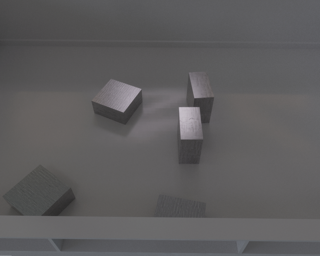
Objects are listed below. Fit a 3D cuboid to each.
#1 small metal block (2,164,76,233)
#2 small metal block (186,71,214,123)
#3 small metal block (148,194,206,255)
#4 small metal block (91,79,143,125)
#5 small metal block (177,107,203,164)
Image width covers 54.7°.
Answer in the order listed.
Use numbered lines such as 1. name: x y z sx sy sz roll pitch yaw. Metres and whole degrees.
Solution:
1. small metal block: -0.131 0.076 0.340 0.050 0.025 0.050 30 56 22
2. small metal block: 0.054 -0.041 0.424 0.025 0.050 0.050 -4 50 -3
3. small metal block: 0.019 0.101 0.320 0.050 0.025 0.050 9 51 7
4. small metal block: -0.059 -0.038 0.436 0.050 0.025 0.050 20 53 16
5. small metal block: 0.036 0.010 0.381 0.025 0.050 0.050 0 50 0
